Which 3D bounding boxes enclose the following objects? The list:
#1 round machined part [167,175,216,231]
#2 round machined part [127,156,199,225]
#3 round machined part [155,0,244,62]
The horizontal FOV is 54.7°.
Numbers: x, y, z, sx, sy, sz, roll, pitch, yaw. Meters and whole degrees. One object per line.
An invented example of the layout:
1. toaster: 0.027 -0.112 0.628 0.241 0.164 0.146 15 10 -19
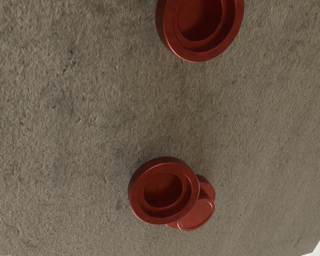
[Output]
1. round machined part: 0.049 0.127 0.501 0.099 0.042 0.097 -14 124 -21
2. round machined part: 0.002 0.084 0.439 0.099 0.042 0.097 -6 111 -14
3. round machined part: 0.039 -0.125 0.339 0.099 0.042 0.097 -14 124 -21
